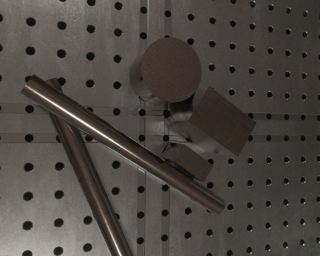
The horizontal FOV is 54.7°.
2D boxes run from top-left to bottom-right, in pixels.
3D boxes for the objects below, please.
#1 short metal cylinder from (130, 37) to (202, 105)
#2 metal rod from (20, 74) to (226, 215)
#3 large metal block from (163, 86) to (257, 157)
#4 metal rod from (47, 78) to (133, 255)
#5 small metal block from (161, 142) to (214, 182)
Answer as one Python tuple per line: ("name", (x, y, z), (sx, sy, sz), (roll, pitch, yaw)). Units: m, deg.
("short metal cylinder", (0.007, -0.071, 0.402), (0.081, 0.050, 0.079), (0, 90, -21))
("metal rod", (-0.028, 0.033, 0.387), (0.301, 0.025, 0.025), (35, 79, -23))
("large metal block", (0.063, -0.008, 0.408), (0.080, 0.080, 0.050), (34, 79, -17))
("metal rod", (-0.079, 0.083, 0.384), (0.025, 0.025, 0.298), (-24, 98, -19))
("small metal block", (0.035, 0.045, 0.413), (0.050, 0.050, 0.025), (37, 78, -17))
